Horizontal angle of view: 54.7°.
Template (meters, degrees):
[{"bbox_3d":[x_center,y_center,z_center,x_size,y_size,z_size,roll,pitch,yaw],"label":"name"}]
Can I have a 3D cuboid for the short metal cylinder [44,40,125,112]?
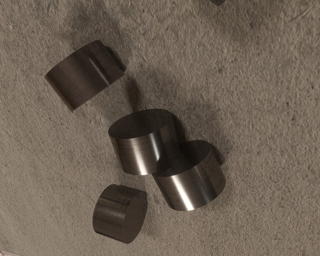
[{"bbox_3d":[-0.091,-0.063,0.378,0.080,0.080,0.050,-27,104,37],"label":"short metal cylinder"}]

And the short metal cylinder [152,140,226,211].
[{"bbox_3d":[0.035,0.057,0.387,0.080,0.080,0.050,-14,111,33],"label":"short metal cylinder"}]

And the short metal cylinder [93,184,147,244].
[{"bbox_3d":[-0.060,0.133,0.483,0.050,0.080,0.079,11,123,22],"label":"short metal cylinder"}]

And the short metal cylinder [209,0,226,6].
[{"bbox_3d":[0.051,-0.149,0.251,0.050,0.080,0.080,38,129,2],"label":"short metal cylinder"}]

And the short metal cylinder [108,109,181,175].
[{"bbox_3d":[-0.019,0.015,0.389,0.080,0.080,0.050,-1,118,28],"label":"short metal cylinder"}]
